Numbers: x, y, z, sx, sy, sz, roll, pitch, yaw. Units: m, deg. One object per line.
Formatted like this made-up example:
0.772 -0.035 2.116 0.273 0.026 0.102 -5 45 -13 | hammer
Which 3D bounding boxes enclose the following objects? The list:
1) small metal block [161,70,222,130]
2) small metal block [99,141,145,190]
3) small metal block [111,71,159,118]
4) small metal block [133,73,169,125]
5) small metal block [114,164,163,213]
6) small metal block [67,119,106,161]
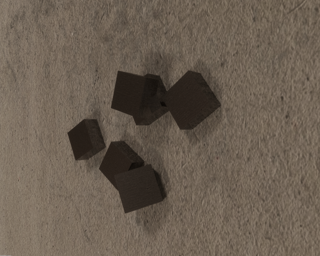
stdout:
0.037 -0.033 0.373 0.050 0.025 0.050 -42 65 31 | small metal block
-0.056 0.054 0.449 0.050 0.025 0.050 41 114 32 | small metal block
-0.033 -0.043 0.397 0.050 0.025 0.050 20 103 37 | small metal block
-0.016 -0.037 0.416 0.050 0.025 0.050 -35 69 34 | small metal block
-0.028 0.080 0.408 0.050 0.025 0.050 -17 75 -8 | small metal block
-0.119 0.019 0.500 0.050 0.025 0.050 -33 70 35 | small metal block
